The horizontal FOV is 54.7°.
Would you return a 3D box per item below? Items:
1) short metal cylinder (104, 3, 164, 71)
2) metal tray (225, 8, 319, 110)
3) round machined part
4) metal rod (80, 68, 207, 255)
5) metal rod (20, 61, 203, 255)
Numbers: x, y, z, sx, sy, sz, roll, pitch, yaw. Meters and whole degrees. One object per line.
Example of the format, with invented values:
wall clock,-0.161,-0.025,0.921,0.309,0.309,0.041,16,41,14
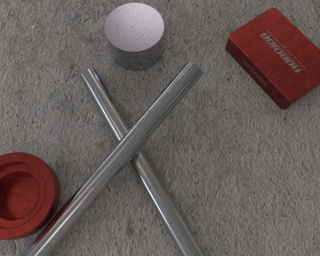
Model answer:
short metal cylinder,-0.035,-0.129,0.442,0.081,0.050,0.080,0,70,0
metal tray,0.170,-0.102,0.444,0.090,0.030,0.130,-34,74,-12
round machined part,-0.168,0.081,0.368,0.099,0.042,0.098,0,70,0
metal rod,-0.024,0.046,0.391,0.025,0.025,0.299,-29,73,-10
metal rod,-0.052,0.039,0.369,0.025,0.025,0.300,39,83,13
